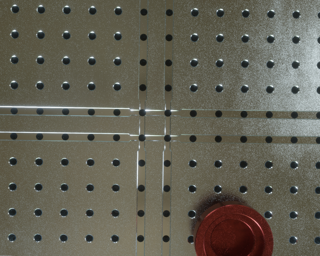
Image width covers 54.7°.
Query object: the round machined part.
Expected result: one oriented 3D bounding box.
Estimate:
[{"bbox_3d":[0.093,0.144,0.406,0.099,0.042,0.097,0,90,-1],"label":"round machined part"}]
